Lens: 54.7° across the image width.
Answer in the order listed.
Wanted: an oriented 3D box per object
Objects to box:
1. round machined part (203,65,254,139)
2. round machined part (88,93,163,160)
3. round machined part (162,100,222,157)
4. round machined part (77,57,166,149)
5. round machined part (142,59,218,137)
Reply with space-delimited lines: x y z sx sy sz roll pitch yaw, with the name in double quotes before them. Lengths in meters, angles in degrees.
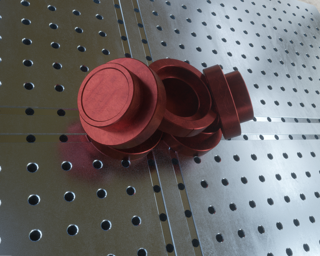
"round machined part" 0.091 -0.037 0.405 0.042 0.098 0.098 -18 65 8
"round machined part" -0.040 -0.013 0.384 0.099 0.042 0.098 14 56 -21
"round machined part" 0.047 -0.013 0.432 0.099 0.042 0.098 14 56 -21
"round machined part" -0.047 -0.029 0.326 0.042 0.098 0.098 28 39 -62
"round machined part" 0.017 -0.032 0.372 0.099 0.042 0.098 14 56 -21
